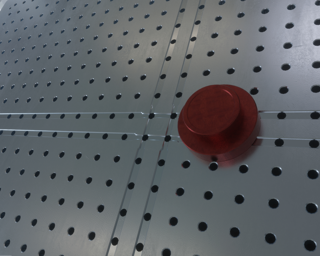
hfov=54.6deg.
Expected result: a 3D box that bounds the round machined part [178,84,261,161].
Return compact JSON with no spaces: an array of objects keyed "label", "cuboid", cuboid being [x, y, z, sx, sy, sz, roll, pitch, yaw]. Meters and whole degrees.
[{"label":"round machined part","cuboid":[0.066,-0.013,0.371,0.098,0.042,0.098,-13,56,21]}]
